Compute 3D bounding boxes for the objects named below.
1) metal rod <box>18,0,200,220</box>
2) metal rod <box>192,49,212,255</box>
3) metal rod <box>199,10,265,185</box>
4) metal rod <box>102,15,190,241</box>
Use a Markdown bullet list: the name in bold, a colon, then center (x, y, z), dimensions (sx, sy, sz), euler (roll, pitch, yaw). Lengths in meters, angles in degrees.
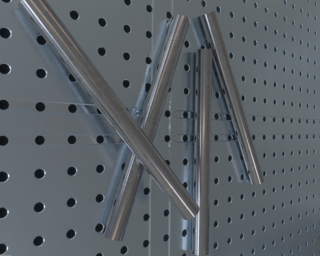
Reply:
- **metal rod**: center (-0.044, -0.010, 0.346), dimensions (0.025, 0.025, 0.300), euler (-46, 110, -30)
- **metal rod**: center (0.062, 0.034, 0.460), dimensions (0.025, 0.025, 0.298), euler (2, 89, -40)
- **metal rod**: center (0.122, -0.039, 0.509), dimensions (0.025, 0.025, 0.299), euler (-33, 111, -35)
- **metal rod**: center (-0.013, -0.011, 0.396), dimensions (0.025, 0.025, 0.299), euler (27, 73, -37)
